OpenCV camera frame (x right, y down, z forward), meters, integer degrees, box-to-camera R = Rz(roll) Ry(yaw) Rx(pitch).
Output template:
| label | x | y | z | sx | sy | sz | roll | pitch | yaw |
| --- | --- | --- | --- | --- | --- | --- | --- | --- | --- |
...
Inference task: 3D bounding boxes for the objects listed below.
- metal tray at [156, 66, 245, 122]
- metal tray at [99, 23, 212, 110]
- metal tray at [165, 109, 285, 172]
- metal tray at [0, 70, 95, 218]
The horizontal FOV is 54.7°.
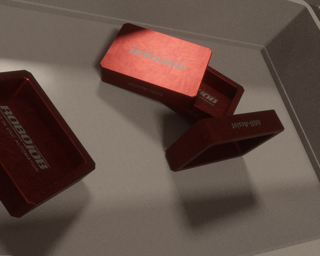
| label | x | y | z | sx | sy | sz | roll | pitch | yaw |
| --- | --- | --- | --- | --- | --- | --- | --- | --- | --- |
| metal tray | 0.051 | -0.058 | 0.456 | 0.130 | 0.030 | 0.090 | 32 | 51 | 2 |
| metal tray | -0.004 | -0.086 | 0.422 | 0.131 | 0.030 | 0.090 | 19 | 60 | 5 |
| metal tray | 0.084 | 0.016 | 0.400 | 0.131 | 0.090 | 0.030 | -8 | 66 | -32 |
| metal tray | -0.132 | 0.008 | 0.298 | 0.130 | 0.030 | 0.090 | 54 | 29 | 3 |
